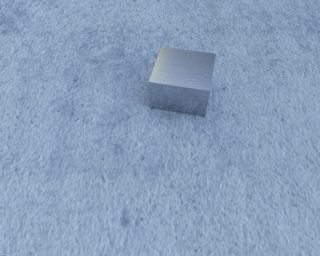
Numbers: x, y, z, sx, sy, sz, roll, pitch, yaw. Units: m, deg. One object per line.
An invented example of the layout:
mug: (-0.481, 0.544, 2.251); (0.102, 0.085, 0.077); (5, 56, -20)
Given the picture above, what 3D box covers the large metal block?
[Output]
large metal block: (0.033, -0.068, 0.444); (0.080, 0.050, 0.080); (10, 51, 7)
